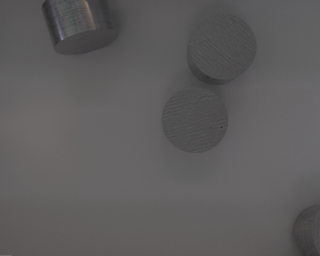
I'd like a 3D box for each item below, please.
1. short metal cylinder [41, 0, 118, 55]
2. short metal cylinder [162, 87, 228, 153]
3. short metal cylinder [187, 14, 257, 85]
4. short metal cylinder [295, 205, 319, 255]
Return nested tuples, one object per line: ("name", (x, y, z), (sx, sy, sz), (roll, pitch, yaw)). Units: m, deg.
("short metal cylinder", (-0.098, -0.129, 0.383), (0.080, 0.080, 0.050), (-17, 90, 0))
("short metal cylinder", (0.042, -0.010, 0.399), (0.081, 0.050, 0.080), (0, 90, 0))
("short metal cylinder", (0.077, -0.098, 0.399), (0.081, 0.050, 0.080), (0, 90, 0))
("short metal cylinder", (0.220, 0.136, 0.389), (0.081, 0.050, 0.080), (0, 71, 0))
